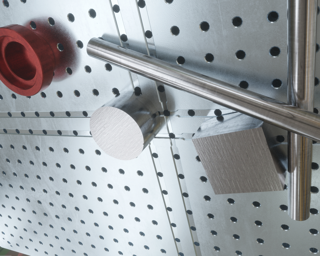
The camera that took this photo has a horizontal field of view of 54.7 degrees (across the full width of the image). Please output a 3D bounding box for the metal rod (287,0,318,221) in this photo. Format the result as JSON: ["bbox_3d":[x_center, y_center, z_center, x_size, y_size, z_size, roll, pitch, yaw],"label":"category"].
[{"bbox_3d":[0.145,-0.024,0.319,0.025,0.025,0.298,3,120,27],"label":"metal rod"}]

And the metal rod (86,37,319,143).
[{"bbox_3d":[0.044,-0.046,0.339,0.301,0.025,0.025,24,127,21],"label":"metal rod"}]

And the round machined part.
[{"bbox_3d":[-0.191,-0.098,0.440,0.098,0.042,0.097,13,124,21],"label":"round machined part"}]

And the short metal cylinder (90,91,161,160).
[{"bbox_3d":[-0.046,-0.004,0.417,0.080,0.050,0.079,13,124,21],"label":"short metal cylinder"}]

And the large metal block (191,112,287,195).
[{"bbox_3d":[0.095,0.028,0.362,0.080,0.050,0.080,-12,112,33],"label":"large metal block"}]
